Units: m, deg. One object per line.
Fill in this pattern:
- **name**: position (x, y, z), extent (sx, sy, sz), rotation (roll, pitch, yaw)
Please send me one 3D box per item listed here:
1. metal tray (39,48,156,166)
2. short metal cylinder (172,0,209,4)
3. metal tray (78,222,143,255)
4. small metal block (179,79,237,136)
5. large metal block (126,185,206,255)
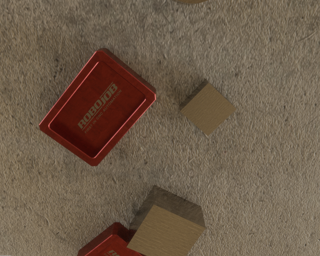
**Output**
- **metal tray**: position (-0.079, -0.024, 0.397), extent (0.090, 0.030, 0.130), rotation (39, 105, -13)
- **short metal cylinder**: position (0.034, -0.176, 0.332), extent (0.081, 0.050, 0.079), rotation (0, 110, 0)
- **metal tray**: position (-0.055, 0.219, 0.487), extent (0.090, 0.030, 0.130), rotation (-41, 106, 13)
- **small metal block**: position (0.061, -0.027, 0.401), extent (0.050, 0.025, 0.050), rotation (41, 105, -14)
- **large metal block**: position (0.008, 0.142, 0.449), extent (0.080, 0.050, 0.080), rotation (27, 108, -10)
